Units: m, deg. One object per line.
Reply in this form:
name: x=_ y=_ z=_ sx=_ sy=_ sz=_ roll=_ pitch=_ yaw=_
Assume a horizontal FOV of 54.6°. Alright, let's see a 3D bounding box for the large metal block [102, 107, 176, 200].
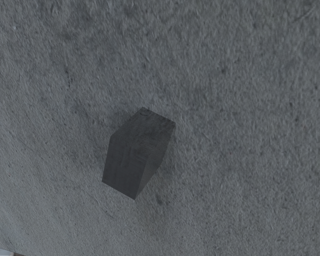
large metal block: x=-0.028 y=0.032 z=0.406 sx=0.050 sy=0.080 sz=0.079 roll=27 pitch=128 yaw=12
